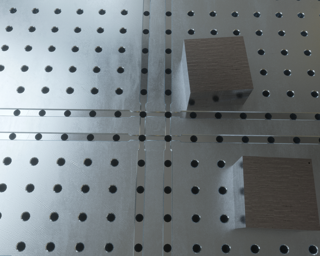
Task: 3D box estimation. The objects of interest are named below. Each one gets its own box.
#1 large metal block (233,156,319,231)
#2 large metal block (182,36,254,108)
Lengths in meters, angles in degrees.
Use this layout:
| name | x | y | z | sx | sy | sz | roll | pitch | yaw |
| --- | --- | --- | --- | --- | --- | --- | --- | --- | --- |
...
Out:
| name | x | y | z | sx | sy | sz | roll | pitch | yaw |
| --- | --- | --- | --- | --- | --- | --- | --- | --- | --- |
| large metal block | 0.135 | 0.080 | 0.371 | 0.081 | 0.050 | 0.080 | 3 | 70 | 0 |
| large metal block | 0.075 | -0.076 | 0.427 | 0.081 | 0.050 | 0.080 | -4 | 70 | -2 |
